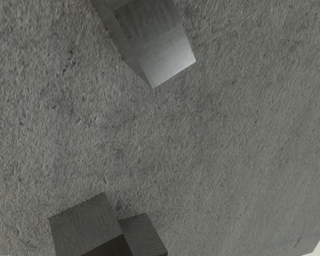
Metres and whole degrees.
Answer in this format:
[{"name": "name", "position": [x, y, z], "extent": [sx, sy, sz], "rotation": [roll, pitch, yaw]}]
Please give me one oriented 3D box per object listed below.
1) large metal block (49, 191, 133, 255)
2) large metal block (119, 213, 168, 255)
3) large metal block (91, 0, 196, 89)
[{"name": "large metal block", "position": [-0.092, 0.144, 0.410], "extent": [0.081, 0.080, 0.050], "rotation": [-24, 127, -14]}, {"name": "large metal block", "position": [-0.044, 0.181, 0.459], "extent": [0.081, 0.080, 0.050], "rotation": [-9, 122, -24]}, {"name": "large metal block", "position": [-0.018, -0.097, 0.301], "extent": [0.050, 0.080, 0.080], "rotation": [-34, 129, -6]}]
